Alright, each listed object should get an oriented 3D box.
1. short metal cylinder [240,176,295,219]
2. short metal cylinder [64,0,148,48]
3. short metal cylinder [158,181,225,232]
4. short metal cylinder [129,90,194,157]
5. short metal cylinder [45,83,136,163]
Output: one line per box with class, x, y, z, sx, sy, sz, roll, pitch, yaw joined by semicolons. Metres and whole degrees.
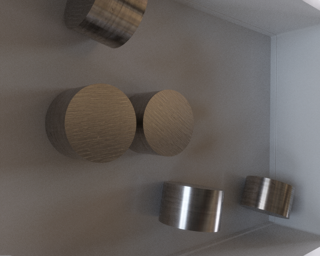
short metal cylinder;0.180;0.117;0.522;0.080;0.080;0.050;28;73;-37
short metal cylinder;-0.057;-0.130;0.322;0.050;0.080;0.080;17;80;-39
short metal cylinder;0.041;0.101;0.405;0.081;0.080;0.050;14;82;-39
short metal cylinder;-0.004;-0.006;0.387;0.081;0.050;0.080;0;90;-40
short metal cylinder;-0.073;-0.005;0.329;0.081;0.050;0.080;0;90;-40
